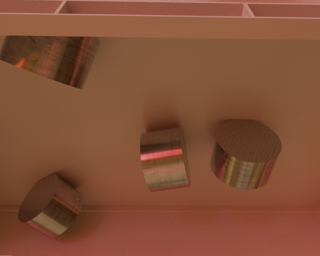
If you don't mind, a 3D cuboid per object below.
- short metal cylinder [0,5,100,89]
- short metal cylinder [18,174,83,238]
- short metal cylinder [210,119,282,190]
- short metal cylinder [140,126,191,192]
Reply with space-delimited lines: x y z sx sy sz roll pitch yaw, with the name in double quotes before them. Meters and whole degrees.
"short metal cylinder" -0.105 -0.075 0.299 0.080 0.080 0.050 20 94 -17
"short metal cylinder" -0.166 0.118 0.472 0.080 0.080 0.050 -28 125 21
"short metal cylinder" 0.109 0.033 0.402 0.081 0.080 0.050 2 130 -2
"short metal cylinder" 0.009 0.041 0.408 0.050 0.080 0.080 -10 130 8
